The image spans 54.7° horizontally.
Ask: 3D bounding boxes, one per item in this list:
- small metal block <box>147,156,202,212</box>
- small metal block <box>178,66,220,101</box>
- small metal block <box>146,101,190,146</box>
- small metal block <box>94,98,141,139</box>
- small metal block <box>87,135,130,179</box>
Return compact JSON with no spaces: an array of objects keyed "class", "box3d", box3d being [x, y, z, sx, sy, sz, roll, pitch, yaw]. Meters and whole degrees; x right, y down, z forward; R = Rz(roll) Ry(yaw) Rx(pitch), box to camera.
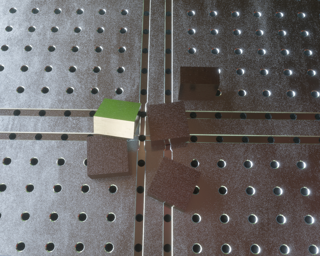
[{"class":"small metal block","box3d":[0.018,0.070,0.386,0.050,0.025,0.050,24,72,8]},{"class":"small metal block","box3d":[0.051,-0.059,0.421,0.050,0.050,0.025,1,70,0]},{"class":"small metal block","box3d":[0.010,-0.005,0.414,0.050,0.025,0.050,-7,70,-3]},{"class":"small metal block","box3d":[-0.054,-0.013,0.402,0.050,0.025,0.050,8,32,2]},{"class":"small metal block","box3d":[-0.066,0.036,0.398,0.050,0.025,0.050,-5,70,-2]}]
